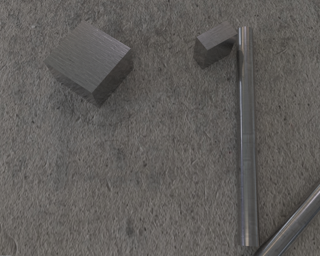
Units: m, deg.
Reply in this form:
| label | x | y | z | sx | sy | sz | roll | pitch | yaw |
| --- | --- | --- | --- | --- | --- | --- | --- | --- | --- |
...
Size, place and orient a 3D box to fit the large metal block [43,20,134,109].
| label | x | y | z | sx | sy | sz | roll | pitch | yaw |
| --- | --- | --- | --- | --- | --- | --- | --- | --- | --- |
| large metal block | -0.094 | -0.087 | 0.426 | 0.080 | 0.050 | 0.080 | 33 | 73 | 11 |

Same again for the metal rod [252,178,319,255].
| label | x | y | z | sx | sy | sz | roll | pitch | yaw |
| --- | --- | --- | --- | --- | --- | --- | --- | --- | --- |
| metal rod | 0.177 | 0.099 | 0.373 | 0.301 | 0.025 | 0.025 | -42 | 76 | -14 |

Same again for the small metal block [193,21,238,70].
| label | x | y | z | sx | sy | sz | roll | pitch | yaw |
| --- | --- | --- | --- | --- | --- | --- | --- | --- | --- |
| small metal block | 0.077 | -0.116 | 0.438 | 0.050 | 0.050 | 0.025 | -31 | 73 | -11 |

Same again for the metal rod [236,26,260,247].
| label | x | y | z | sx | sy | sz | roll | pitch | yaw |
| --- | --- | --- | --- | --- | --- | --- | --- | --- | --- |
| metal rod | 0.114 | -0.003 | 0.410 | 0.025 | 0.025 | 0.299 | 4 | 70 | 1 |
